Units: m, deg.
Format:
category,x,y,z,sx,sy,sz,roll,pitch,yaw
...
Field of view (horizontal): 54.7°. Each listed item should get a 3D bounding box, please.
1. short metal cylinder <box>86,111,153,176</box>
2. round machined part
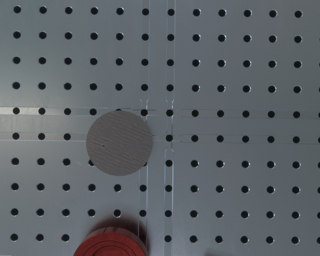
category,x,y,z,sx,sy,sz,roll,pitch,yaw
short metal cylinder,-0.049,0.018,0.400,0.081,0.050,0.079,0,90,0
round machined part,-0.062,0.177,0.404,0.099,0.042,0.097,0,90,0
